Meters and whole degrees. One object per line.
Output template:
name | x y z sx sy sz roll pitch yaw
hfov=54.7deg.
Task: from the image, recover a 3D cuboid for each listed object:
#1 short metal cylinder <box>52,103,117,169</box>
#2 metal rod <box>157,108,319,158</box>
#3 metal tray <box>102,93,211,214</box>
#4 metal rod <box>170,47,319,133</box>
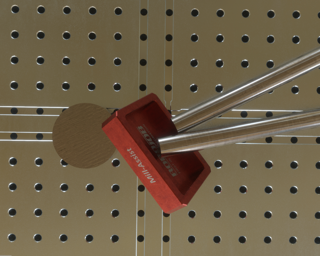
short metal cylinder | -0.090 0.009 0.400 0.081 0.050 0.079 0 90 -1
metal rod | 0.146 -0.003 0.394 0.302 0.025 0.025 -10 90 -9
metal tray | 0.000 0.026 0.380 0.030 0.091 0.130 -36 90 35
metal rod | 0.153 -0.066 0.402 0.302 0.025 0.025 -26 90 -6
